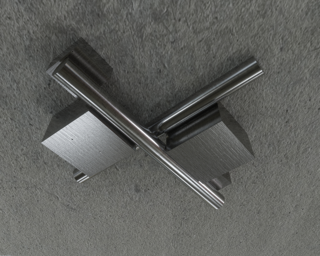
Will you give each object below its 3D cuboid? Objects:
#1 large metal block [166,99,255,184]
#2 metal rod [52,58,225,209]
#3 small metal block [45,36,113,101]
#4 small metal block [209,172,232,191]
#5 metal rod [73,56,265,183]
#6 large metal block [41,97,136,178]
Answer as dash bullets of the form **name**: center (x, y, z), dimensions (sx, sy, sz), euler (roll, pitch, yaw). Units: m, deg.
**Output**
- **large metal block**: center (0.065, 0.019, 0.409), dimensions (0.080, 0.050, 0.080), euler (-32, 124, 24)
- **metal rod**: center (-0.008, 0.024, 0.396), dimensions (0.025, 0.025, 0.300), euler (-32, 124, 24)
- **small metal block**: center (-0.090, -0.066, 0.352), dimensions (0.050, 0.025, 0.050), euler (-30, 124, 23)
- **small metal block**: center (0.072, 0.074, 0.474), dimensions (0.050, 0.025, 0.050), euler (-36, 122, 26)
- **metal rod**: center (-0.005, 0.000, 0.410), dimensions (0.300, 0.025, 0.025), euler (-32, 124, 24)
- **large metal block**: center (-0.086, 0.007, 0.395), dimensions (0.080, 0.050, 0.080), euler (-30, 124, 23)
